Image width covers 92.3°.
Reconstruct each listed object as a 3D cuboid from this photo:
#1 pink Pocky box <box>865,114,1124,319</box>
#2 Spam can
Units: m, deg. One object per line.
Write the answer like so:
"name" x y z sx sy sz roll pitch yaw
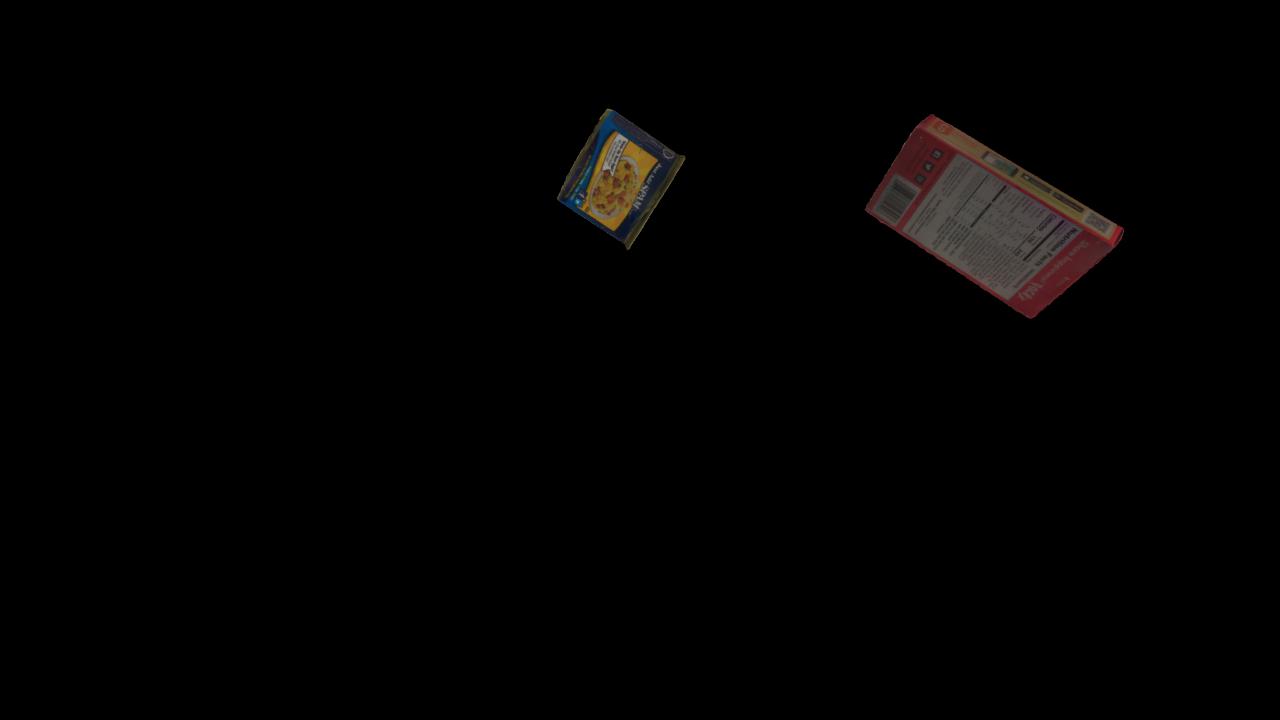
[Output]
"pink Pocky box" 0.257 -0.106 0.462 0.029 0.155 0.084 -41 -17 -30
"Spam can" -0.019 -0.172 0.587 0.085 0.101 0.058 31 19 -8
